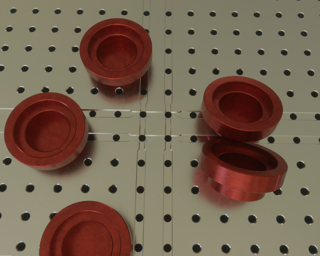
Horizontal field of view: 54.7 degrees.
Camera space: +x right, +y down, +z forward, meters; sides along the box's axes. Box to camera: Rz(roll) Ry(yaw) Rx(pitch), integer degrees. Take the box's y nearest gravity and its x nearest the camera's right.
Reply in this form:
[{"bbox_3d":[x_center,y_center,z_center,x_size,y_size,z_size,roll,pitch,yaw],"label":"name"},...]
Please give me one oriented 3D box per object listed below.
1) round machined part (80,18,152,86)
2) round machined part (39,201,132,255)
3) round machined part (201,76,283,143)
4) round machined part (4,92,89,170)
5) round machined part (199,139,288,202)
[{"bbox_3d":[-0.060,-0.103,0.440,0.099,0.042,0.098,0,70,-1],"label":"round machined part"},{"bbox_3d":[-0.081,0.135,0.352,0.099,0.042,0.098,0,70,-1],"label":"round machined part"},{"bbox_3d":[0.102,-0.020,0.400,0.099,0.042,0.098,2,49,-2],"label":"round machined part"},{"bbox_3d":[-0.141,0.007,0.399,0.099,0.042,0.098,0,70,-1],"label":"round machined part"},{"bbox_3d":[0.095,0.051,0.366,0.099,0.098,0.042,9,110,3],"label":"round machined part"}]
